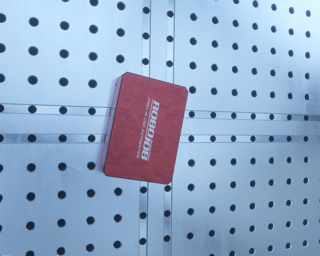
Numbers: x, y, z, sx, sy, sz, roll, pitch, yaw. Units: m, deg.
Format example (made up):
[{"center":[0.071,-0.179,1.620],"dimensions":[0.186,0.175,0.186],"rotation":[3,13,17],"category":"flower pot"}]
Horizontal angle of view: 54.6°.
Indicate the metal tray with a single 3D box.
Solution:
[{"center":[-0.020,0.002,0.402],"dimensions":[0.091,0.030,0.129],"rotation":[12,86,-20],"category":"metal tray"}]
